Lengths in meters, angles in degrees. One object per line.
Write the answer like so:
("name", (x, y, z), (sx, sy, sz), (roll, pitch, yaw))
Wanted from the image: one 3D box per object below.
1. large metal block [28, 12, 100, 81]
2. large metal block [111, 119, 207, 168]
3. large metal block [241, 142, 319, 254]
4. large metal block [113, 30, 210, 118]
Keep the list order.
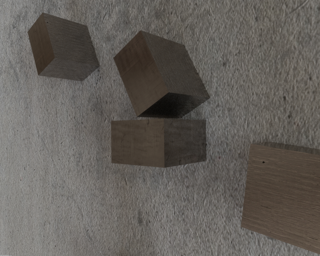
("large metal block", (-0.154, -0.126, 0.496), (0.050, 0.081, 0.080), (-30, 71, 36))
("large metal block", (-0.001, 0.016, 0.370), (0.080, 0.081, 0.050), (-1, 90, 40))
("large metal block", (0.127, 0.059, 0.284), (0.080, 0.050, 0.079), (9, 96, 39))
("large metal block", (0.003, -0.059, 0.367), (0.050, 0.081, 0.080), (-35, 68, 34))
